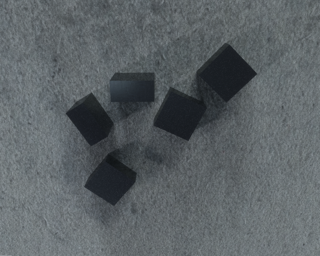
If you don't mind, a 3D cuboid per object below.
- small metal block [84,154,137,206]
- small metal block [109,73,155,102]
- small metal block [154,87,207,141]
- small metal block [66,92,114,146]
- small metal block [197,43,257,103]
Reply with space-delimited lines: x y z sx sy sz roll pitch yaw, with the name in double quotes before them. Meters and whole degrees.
"small metal block" -0.069 0.073 0.436 0.050 0.025 0.050 37 106 -13
"small metal block" -0.032 -0.051 0.377 0.050 0.050 0.025 -1 110 0
"small metal block" 0.025 -0.018 0.403 0.050 0.025 0.050 24 108 -9
"small metal block" -0.087 -0.012 0.391 0.025 0.050 0.050 -30 108 10
"small metal block" 0.082 -0.069 0.386 0.050 0.025 0.050 42 104 -14
